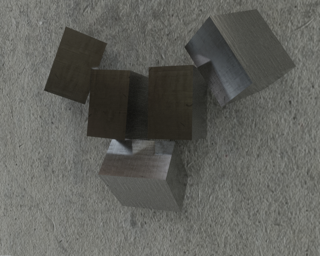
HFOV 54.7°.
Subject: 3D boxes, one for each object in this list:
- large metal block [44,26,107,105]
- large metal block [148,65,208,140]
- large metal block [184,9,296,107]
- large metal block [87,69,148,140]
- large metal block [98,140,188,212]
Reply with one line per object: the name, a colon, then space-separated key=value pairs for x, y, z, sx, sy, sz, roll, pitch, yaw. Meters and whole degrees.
large metal block: x=-0.111 y=-0.083 z=0.409 sx=0.050 sy=0.080 sz=0.080 roll=19 pitch=98 yaw=-18
large metal block: x=0.024 y=-0.027 z=0.372 sx=0.050 sy=0.080 sz=0.079 roll=1 pitch=90 yaw=20
large metal block: x=0.088 y=-0.079 z=0.343 sx=0.080 sy=0.081 sz=0.050 roll=61 pitch=144 yaw=10
large metal block: x=-0.047 y=-0.028 z=0.397 sx=0.050 sy=0.080 sz=0.079 roll=5 pitch=92 yaw=19
large metal block: x=-0.016 y=0.059 z=0.379 sx=0.080 sy=0.080 sz=0.050 roll=1 pitch=51 yaw=20
